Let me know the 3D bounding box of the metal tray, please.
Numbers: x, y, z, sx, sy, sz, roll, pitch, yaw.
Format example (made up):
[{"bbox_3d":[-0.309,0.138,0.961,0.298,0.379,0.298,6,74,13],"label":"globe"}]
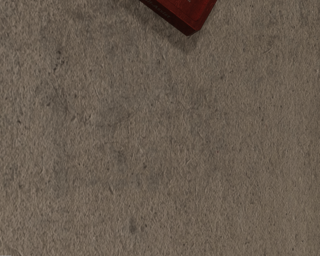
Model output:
[{"bbox_3d":[0.015,-0.198,0.412,0.130,0.030,0.090,32,79,-18],"label":"metal tray"}]
